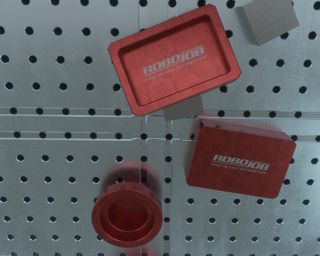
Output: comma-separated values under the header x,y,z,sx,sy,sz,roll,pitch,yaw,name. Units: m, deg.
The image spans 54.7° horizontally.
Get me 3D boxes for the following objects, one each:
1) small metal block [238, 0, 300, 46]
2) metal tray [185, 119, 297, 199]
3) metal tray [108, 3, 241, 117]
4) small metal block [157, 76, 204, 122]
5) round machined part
x,y,z,sx,sy,sz,roll,pitch,yaw,name
0.128,-0.132,0.366,0.050,0.025,0.050,-27,108,9,small metal block
0.107,0.044,0.428,0.131,0.030,0.089,10,110,-4,metal tray
0.016,-0.076,0.363,0.131,0.030,0.090,-21,89,4,metal tray
0.026,-0.040,0.399,0.050,0.025,0.050,-11,110,4,small metal block
-0.046,0.120,0.448,0.099,0.042,0.097,0,110,0,round machined part
